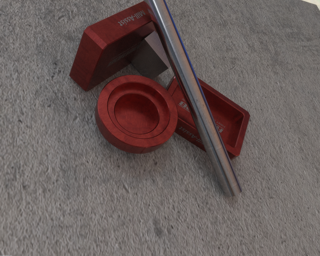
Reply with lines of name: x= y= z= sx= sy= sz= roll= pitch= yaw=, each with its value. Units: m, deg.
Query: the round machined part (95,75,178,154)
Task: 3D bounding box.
round machined part: x=-0.031 y=-0.013 z=0.382 sx=0.099 sy=0.042 sz=0.098 roll=9 pitch=62 yaw=-18

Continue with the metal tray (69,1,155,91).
metal tray: x=-0.052 y=-0.110 z=0.403 sx=0.030 sy=0.090 sz=0.131 roll=45 pitch=51 yaw=2

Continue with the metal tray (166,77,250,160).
metal tray: x=0.063 y=-0.019 z=0.449 sx=0.130 sy=0.030 sz=0.090 roll=33 pitch=51 yaw=-7

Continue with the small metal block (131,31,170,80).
small metal block: x=-0.012 y=-0.100 z=0.439 sx=0.050 sy=0.050 sz=0.025 roll=49 pitch=52 yaw=-13

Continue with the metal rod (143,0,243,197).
metal rod: x=0.039 y=-0.051 z=0.390 sx=0.025 sy=0.025 sz=0.299 roll=-30 pitch=100 yaw=-38
